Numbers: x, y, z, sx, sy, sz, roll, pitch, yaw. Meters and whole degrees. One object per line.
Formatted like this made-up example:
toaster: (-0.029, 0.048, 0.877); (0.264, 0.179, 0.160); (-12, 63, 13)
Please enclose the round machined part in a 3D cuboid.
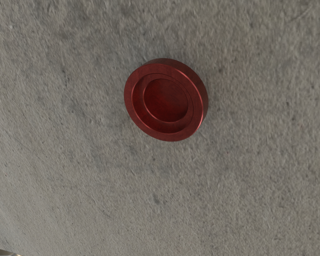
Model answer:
round machined part: (0.010, -0.036, 0.367); (0.098, 0.042, 0.097); (13, 124, 20)
